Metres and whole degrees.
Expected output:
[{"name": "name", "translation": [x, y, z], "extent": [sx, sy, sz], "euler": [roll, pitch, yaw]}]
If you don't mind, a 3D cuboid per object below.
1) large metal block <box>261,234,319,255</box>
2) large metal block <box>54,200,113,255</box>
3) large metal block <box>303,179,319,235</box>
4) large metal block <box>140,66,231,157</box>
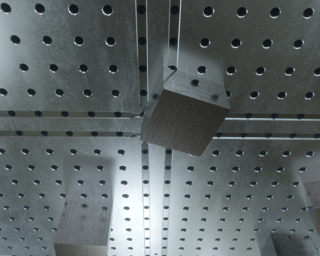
[{"name": "large metal block", "translation": [0.254, 0.254, 0.613], "extent": [0.080, 0.050, 0.080], "euler": [1, 130, -1]}, {"name": "large metal block", "translation": [-0.124, 0.171, 0.520], "extent": [0.080, 0.080, 0.050], "euler": [5, 130, -4]}, {"name": "large metal block", "translation": [0.286, 0.123, 0.502], "extent": [0.080, 0.050, 0.080], "euler": [-18, 128, 14]}, {"name": "large metal block", "translation": [0.028, -0.019, 0.379], "extent": [0.080, 0.050, 0.080], "euler": [16, 128, -13]}]
